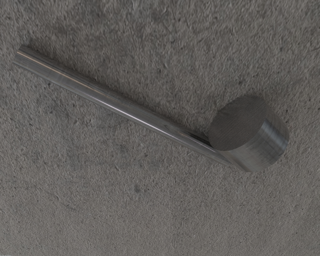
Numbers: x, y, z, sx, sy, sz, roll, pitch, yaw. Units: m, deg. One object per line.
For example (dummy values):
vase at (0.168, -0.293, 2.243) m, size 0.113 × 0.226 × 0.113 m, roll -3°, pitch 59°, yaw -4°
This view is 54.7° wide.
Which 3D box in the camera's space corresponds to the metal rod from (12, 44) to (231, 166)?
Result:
metal rod at (-0.028, -0.019, 0.390) m, size 0.301 × 0.025 × 0.025 m, roll 26°, pitch 125°, yaw -21°

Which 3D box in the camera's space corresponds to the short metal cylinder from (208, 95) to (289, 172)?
short metal cylinder at (0.107, 0.007, 0.378) m, size 0.080 × 0.080 × 0.050 m, roll -36°, pitch 122°, yaw 26°
